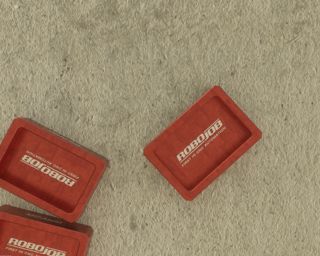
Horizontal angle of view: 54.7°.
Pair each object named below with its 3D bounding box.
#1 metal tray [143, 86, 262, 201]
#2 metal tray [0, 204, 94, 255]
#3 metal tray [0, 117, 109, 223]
[{"bbox_3d":[0.054,0.019,0.407,0.130,0.030,0.090,-42,90,0],"label":"metal tray"},{"bbox_3d":[-0.163,0.162,0.406,0.131,0.030,0.090,15,90,0],"label":"metal tray"},{"bbox_3d":[-0.145,0.054,0.406,0.130,0.030,0.090,27,90,0],"label":"metal tray"}]
